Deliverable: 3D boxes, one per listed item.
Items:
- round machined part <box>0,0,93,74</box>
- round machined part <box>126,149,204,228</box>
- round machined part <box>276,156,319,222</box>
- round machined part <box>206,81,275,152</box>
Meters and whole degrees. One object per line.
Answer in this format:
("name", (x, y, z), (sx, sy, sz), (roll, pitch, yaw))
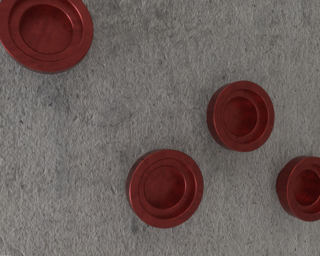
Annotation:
("round machined part", (-0.129, -0.110, 0.352), (0.099, 0.042, 0.097), (0, 90, -20))
("round machined part", (0.003, 0.075, 0.401), (0.099, 0.042, 0.097), (0, 90, -20))
("round machined part", (0.222, 0.091, 0.482), (0.099, 0.042, 0.097), (0, 90, -20))
("round machined part", (0.109, -0.016, 0.440), (0.099, 0.042, 0.097), (0, 90, -20))
